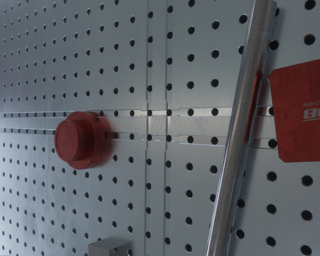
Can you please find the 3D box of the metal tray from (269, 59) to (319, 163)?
[{"bbox_3d":[0.168,-0.019,0.267,0.130,0.030,0.089,-9,85,39],"label":"metal tray"}]

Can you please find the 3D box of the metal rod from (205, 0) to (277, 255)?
[{"bbox_3d":[0.085,0.017,0.339,0.025,0.025,0.298,15,100,39],"label":"metal rod"}]

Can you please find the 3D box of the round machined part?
[{"bbox_3d":[-0.138,0.021,0.512,0.098,0.042,0.097,0,90,40],"label":"round machined part"}]

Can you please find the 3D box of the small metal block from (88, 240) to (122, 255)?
[{"bbox_3d":[-0.084,0.206,0.479,0.050,0.025,0.050,-5,87,39],"label":"small metal block"}]
